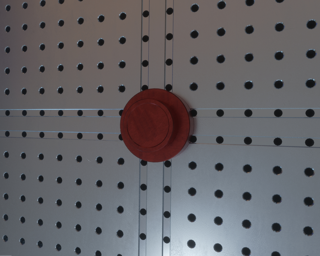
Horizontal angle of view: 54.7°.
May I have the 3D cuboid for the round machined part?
[{"bbox_3d":[-0.009,-0.003,0.405,0.098,0.042,0.097,0,90,19],"label":"round machined part"}]
